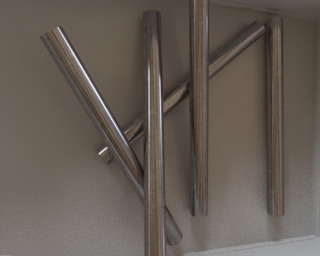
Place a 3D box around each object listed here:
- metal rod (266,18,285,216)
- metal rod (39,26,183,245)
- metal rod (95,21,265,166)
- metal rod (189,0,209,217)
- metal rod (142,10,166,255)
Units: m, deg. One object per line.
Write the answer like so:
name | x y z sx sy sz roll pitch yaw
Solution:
metal rod | 0.178 -0.016 0.478 0.025 0.025 0.298 -1 90 -20
metal rod | -0.046 0.026 0.367 0.025 0.025 0.299 -34 112 -17
metal rod | 0.038 -0.056 0.425 0.301 0.025 0.025 -40 103 -16
metal rod | 0.051 -0.028 0.407 0.025 0.025 0.298 -5 101 -20
metal rod | -0.008 -0.002 0.378 0.025 0.025 0.298 3 78 -20
